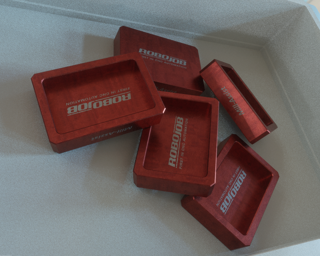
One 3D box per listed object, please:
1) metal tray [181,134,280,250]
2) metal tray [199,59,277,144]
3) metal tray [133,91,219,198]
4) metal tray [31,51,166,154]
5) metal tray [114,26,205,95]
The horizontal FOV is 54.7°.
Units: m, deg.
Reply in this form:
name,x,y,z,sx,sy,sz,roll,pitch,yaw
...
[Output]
name,x,y,z,sx,sy,sz,roll,pitch,yaw
metal tray,0.097,0.079,0.408,0.090,0.030,0.131,43,51,1
metal tray,0.122,-0.041,0.471,0.130,0.030,0.090,56,26,12
metal tray,0.024,0.015,0.383,0.091,0.030,0.130,8,53,3
metal tray,-0.070,-0.033,0.361,0.131,0.030,0.090,-17,70,-17
metal tray,-0.001,-0.094,0.460,0.131,0.030,0.090,9,58,-24
